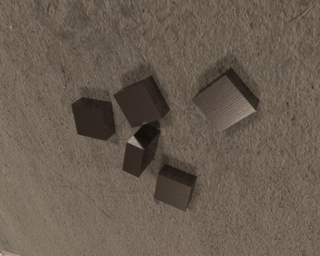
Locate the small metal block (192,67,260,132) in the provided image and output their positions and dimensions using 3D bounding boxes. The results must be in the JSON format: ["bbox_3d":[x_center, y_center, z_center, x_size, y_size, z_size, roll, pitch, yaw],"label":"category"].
[{"bbox_3d":[0.074,-0.031,0.348,0.050,0.025,0.050,48,128,-6],"label":"small metal block"}]

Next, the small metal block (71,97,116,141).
[{"bbox_3d":[-0.095,-0.013,0.447,0.050,0.025,0.050,11,123,22],"label":"small metal block"}]

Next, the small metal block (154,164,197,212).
[{"bbox_3d":[0.022,0.086,0.447,0.050,0.025,0.050,20,126,16],"label":"small metal block"}]

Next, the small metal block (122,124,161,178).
[{"bbox_3d":[-0.025,0.030,0.421,0.025,0.050,0.050,23,127,14],"label":"small metal block"}]

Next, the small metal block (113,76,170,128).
[{"bbox_3d":[-0.023,-0.033,0.398,0.050,0.025,0.050,-17,110,34],"label":"small metal block"}]
